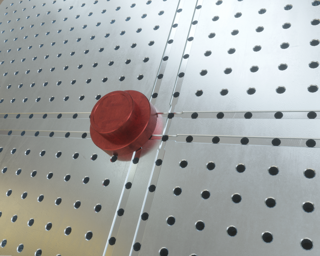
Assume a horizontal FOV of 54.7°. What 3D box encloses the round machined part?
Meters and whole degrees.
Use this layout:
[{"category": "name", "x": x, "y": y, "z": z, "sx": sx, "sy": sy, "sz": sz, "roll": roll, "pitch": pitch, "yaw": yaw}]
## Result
[{"category": "round machined part", "x": -0.058, "y": -0.013, "z": 0.434, "sx": 0.098, "sy": 0.042, "sz": 0.098, "roll": -13, "pitch": 56, "yaw": 20}]
